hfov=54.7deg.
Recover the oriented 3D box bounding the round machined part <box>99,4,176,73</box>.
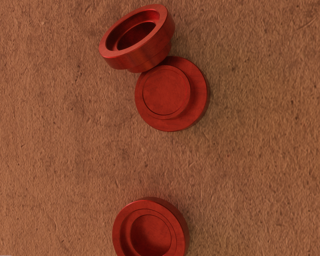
[{"bbox_3d":[-0.024,-0.108,0.391,0.098,0.042,0.098,-19,45,20],"label":"round machined part"}]

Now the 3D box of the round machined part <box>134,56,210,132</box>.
[{"bbox_3d":[0.012,-0.043,0.396,0.098,0.042,0.097,0,90,20],"label":"round machined part"}]

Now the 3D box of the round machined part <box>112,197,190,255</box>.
[{"bbox_3d":[-0.009,0.138,0.403,0.098,0.042,0.097,0,90,20],"label":"round machined part"}]
